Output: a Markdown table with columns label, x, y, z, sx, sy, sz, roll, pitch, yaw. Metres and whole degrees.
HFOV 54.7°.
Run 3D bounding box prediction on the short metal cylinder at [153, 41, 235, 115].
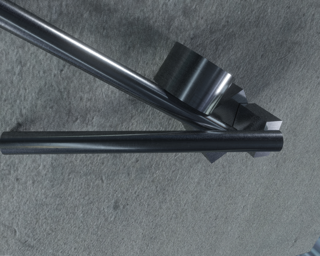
| label | x | y | z | sx | sy | sz | roll | pitch | yaw |
| --- | --- | --- | --- | --- | --- | --- | --- | --- | --- |
| short metal cylinder | 0.040 | -0.058 | 0.362 | 0.080 | 0.080 | 0.050 | 23 | 106 | -37 |

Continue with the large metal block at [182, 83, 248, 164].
| label | x | y | z | sx | sy | sz | roll | pitch | yaw |
| --- | --- | --- | --- | --- | --- | --- | --- | --- | --- |
| large metal block | 0.078 | -0.011 | 0.428 | 0.080 | 0.050 | 0.080 | -35 | 129 | -4 |

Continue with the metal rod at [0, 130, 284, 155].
| label | x | y | z | sx | sy | sz | roll | pitch | yaw |
| --- | --- | --- | --- | --- | --- | --- | --- | --- | --- |
| metal rod | -0.015 | 0.015 | 0.342 | 0.302 | 0.025 | 0.025 | 0 | 121 | -5 |

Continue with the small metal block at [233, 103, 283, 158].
| label | x | y | z | sx | sy | sz | roll | pitch | yaw |
| --- | --- | --- | --- | --- | --- | --- | --- | --- | --- |
| small metal block | 0.120 | 0.002 | 0.392 | 0.025 | 0.050 | 0.050 | -4 | 121 | -26 |

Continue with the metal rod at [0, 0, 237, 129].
| label | x | y | z | sx | sy | sz | roll | pitch | yaw |
| --- | --- | --- | --- | --- | --- | --- | --- | --- | --- |
| metal rod | -0.032 | -0.049 | 0.324 | 0.302 | 0.025 | 0.025 | 26 | 104 | -26 |
